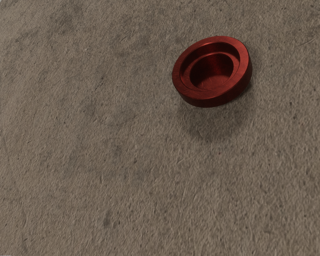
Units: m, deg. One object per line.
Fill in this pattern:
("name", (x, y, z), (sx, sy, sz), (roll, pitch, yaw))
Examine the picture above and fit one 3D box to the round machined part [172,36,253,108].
("round machined part", (0.069, -0.067, 0.397), (0.098, 0.042, 0.098), (-13, 56, 20))
